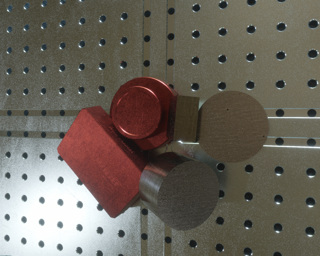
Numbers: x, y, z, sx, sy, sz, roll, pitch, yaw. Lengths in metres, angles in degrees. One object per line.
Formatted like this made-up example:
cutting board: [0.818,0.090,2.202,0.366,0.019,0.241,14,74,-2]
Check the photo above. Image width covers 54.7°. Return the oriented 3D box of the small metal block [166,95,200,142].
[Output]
small metal block: [0.026,-0.011,0.367,0.025,0.050,0.050,5,91,-8]

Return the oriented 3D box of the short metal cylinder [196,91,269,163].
short metal cylinder: [0.086,-0.001,0.365,0.080,0.050,0.079,0,90,20]

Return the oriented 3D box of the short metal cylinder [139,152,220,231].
short metal cylinder: [0.022,0.072,0.365,0.050,0.081,0.079,16,97,63]

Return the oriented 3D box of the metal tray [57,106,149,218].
metal tray: [-0.074,0.045,0.420,0.130,0.030,0.090,47,119,13]

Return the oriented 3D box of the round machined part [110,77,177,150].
round machined part: [-0.023,-0.019,0.407,0.098,0.042,0.097,0,90,19]
